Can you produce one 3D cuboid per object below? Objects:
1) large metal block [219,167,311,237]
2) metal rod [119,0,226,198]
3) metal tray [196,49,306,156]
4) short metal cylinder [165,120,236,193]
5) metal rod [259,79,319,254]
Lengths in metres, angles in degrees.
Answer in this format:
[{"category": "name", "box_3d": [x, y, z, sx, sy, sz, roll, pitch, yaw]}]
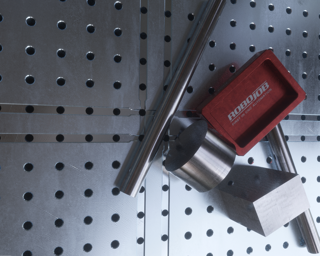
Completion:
[{"category": "large metal block", "box_3d": [0.146, 0.100, 0.439, 0.081, 0.080, 0.050, -25, 99, -19]}, {"category": "metal rod", "box_3d": [0.021, -0.049, 0.421, 0.025, 0.025, 0.299, 28, 81, -18]}, {"category": "metal tray", "box_3d": [0.128, -0.035, 0.440, 0.130, 0.030, 0.090, -43, 99, -2]}, {"category": "short metal cylinder", "box_3d": [0.052, 0.036, 0.404, 0.050, 0.080, 0.080, 38, 78, -17]}, {"category": "metal rod", "box_3d": [0.200, 0.062, 0.488, 0.025, 0.025, 0.299, -25, 99, -19]}]
